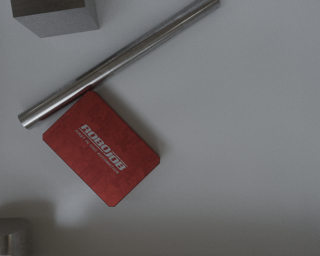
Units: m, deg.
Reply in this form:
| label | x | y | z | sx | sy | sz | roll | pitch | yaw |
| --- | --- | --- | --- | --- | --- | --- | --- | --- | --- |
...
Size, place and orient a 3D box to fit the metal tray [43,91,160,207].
| label | x | y | z | sx | sy | sz | roll | pitch | yaw |
| --- | --- | --- | --- | --- | --- | --- | --- | --- | --- |
| metal tray | -0.075 | 0.026 | 0.408 | 0.090 | 0.030 | 0.130 | -44 | 91 | 0 |

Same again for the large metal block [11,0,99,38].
| label | x | y | z | sx | sy | sz | roll | pitch | yaw |
| --- | --- | --- | --- | --- | --- | --- | --- | --- | --- |
| large metal block | -0.126 | -0.153 | 0.382 | 0.081 | 0.080 | 0.050 | -9 | 90 | 0 |

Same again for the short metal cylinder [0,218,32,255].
| label | x | y | z | sx | sy | sz | roll | pitch | yaw |
| --- | --- | --- | --- | --- | --- | --- | --- | --- | --- |
| short metal cylinder | -0.202 | 0.147 | 0.381 | 0.081 | 0.080 | 0.050 | -1 | 90 | -1 |

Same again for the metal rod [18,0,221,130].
| label | x | y | z | sx | sy | sz | roll | pitch | yaw |
| --- | --- | --- | --- | --- | --- | --- | --- | --- | --- |
| metal rod | -0.053 | -0.090 | 0.410 | 0.301 | 0.025 | 0.025 | -33 | 90 | -1 |
